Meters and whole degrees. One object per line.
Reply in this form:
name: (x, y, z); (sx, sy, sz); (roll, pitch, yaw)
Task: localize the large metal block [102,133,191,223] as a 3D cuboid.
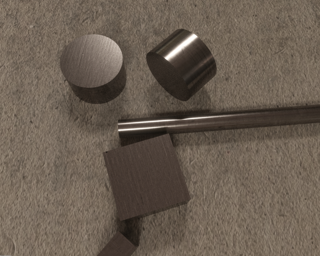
large metal block: (-0.016, 0.061, 0.372); (0.081, 0.050, 0.080); (-16, 71, -6)

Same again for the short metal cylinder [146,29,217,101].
short metal cylinder: (0.028, -0.082, 0.409); (0.050, 0.080, 0.080); (-43, 76, -14)

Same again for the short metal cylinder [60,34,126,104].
short metal cylinder: (-0.089, -0.079, 0.423); (0.081, 0.050, 0.080); (0, 70, 0)

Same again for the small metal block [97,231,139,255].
small metal block: (-0.051, 0.143, 0.342); (0.025, 0.050, 0.050); (39, 74, 12)

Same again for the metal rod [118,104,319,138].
metal rod: (0.097, -0.010, 0.413); (0.302, 0.025, 0.025); (-4, 70, -2)
